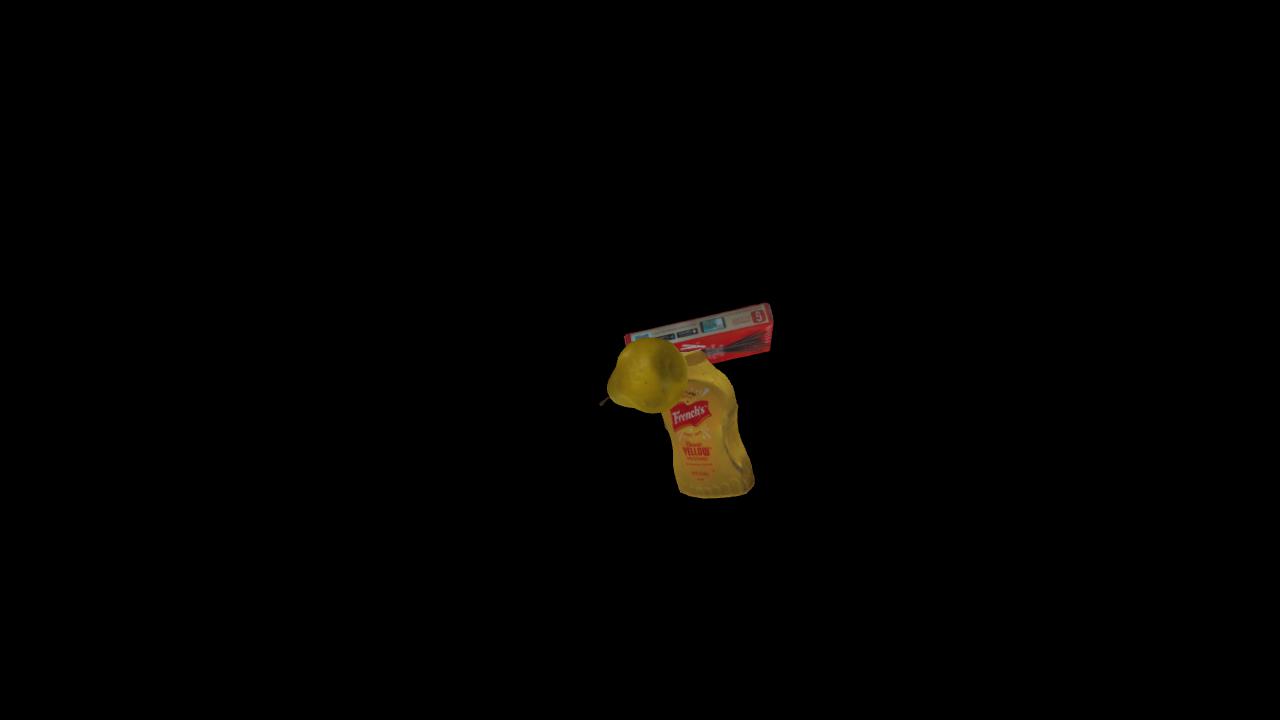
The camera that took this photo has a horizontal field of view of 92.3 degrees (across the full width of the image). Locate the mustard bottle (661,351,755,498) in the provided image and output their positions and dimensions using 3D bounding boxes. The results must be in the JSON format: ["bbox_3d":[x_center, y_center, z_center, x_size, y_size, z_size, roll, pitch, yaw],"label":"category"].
[{"bbox_3d":[0.065,0.057,0.675,0.092,0.184,0.054,-6,11,42],"label":"mustard bottle"}]

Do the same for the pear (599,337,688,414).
[{"bbox_3d":[-0.002,0.020,0.650,0.080,0.080,0.111,0,-12,-43],"label":"pear"}]

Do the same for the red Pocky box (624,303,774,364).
[{"bbox_3d":[0.066,-0.018,0.668,0.155,0.028,0.083,-13,-21,5],"label":"red Pocky box"}]
